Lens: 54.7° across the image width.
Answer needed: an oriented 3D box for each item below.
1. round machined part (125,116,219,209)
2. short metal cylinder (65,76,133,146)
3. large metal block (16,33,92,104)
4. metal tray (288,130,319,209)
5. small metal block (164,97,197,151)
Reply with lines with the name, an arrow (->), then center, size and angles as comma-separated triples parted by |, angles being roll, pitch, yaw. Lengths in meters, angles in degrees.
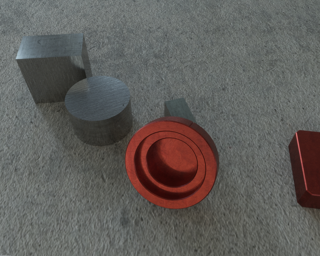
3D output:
round machined part -> 0.015, 0.034, 0.338 | 0.098, 0.097, 0.042 | 16, 18, 13
short metal cylinder -> -0.078, -0.023, 0.405 | 0.081, 0.050, 0.080 | 0, 50, 0
large metal block -> -0.142, -0.082, 0.435 | 0.081, 0.080, 0.050 | -4, 50, -4
metal tray -> 0.225, 0.052, 0.359 | 0.131, 0.030, 0.090 | 6, 50, 5
small metal block -> 0.025, -0.001, 0.388 | 0.025, 0.050, 0.050 | -13, 52, -12
